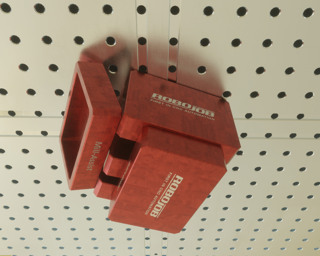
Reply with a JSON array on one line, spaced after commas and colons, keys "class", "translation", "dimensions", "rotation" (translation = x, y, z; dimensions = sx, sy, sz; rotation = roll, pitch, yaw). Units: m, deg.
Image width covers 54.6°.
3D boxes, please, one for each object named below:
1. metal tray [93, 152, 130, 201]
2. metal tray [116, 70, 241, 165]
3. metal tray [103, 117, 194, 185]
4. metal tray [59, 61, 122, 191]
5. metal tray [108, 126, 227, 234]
[{"class": "metal tray", "translation": [-0.017, 0.062, 0.421], "dimensions": [0.131, 0.090, 0.030], "rotation": [16, 128, -14]}, {"class": "metal tray", "translation": [0.021, -0.013, 0.356], "dimensions": [0.131, 0.090, 0.030], "rotation": [16, 129, -13]}, {"class": "metal tray", "translation": [0.000, 0.029, 0.392], "dimensions": [0.131, 0.090, 0.030], "rotation": [15, 127, -14]}, {"class": "metal tray", "translation": [-0.087, 0.000, 0.364], "dimensions": [0.030, 0.090, 0.129], "rotation": [1, 134, -30]}, {"class": "metal tray", "translation": [0.003, 0.064, 0.343], "dimensions": [0.091, 0.030, 0.129], "rotation": [16, 128, -13]}]
